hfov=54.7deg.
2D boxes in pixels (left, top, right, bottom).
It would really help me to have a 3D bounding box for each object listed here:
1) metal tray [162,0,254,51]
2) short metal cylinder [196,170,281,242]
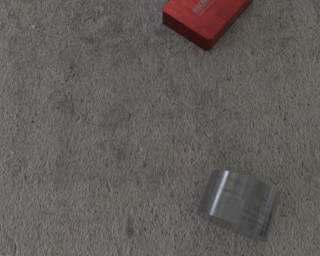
[{"bbox_3d":[0.077,-0.191,0.476,0.090,0.030,0.130,37,74,12],"label":"metal tray"},{"bbox_3d":[0.087,0.087,0.348,0.080,0.080,0.050,22,72,7],"label":"short metal cylinder"}]
